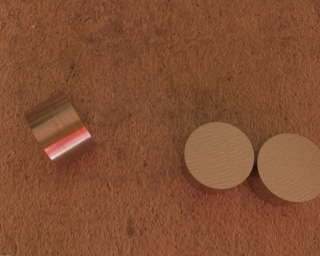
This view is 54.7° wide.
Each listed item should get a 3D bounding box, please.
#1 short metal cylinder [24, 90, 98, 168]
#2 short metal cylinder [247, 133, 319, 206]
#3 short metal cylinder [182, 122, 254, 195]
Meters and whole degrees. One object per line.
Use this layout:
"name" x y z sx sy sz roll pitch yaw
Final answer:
"short metal cylinder" -0.119 0.001 0.377 0.050 0.080 0.080 -32 73 -11
"short metal cylinder" 0.151 0.052 0.377 0.081 0.050 0.080 0 70 0
"short metal cylinder" 0.069 0.039 0.381 0.081 0.050 0.080 0 70 0
